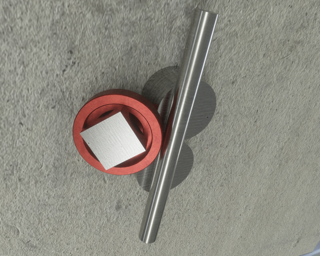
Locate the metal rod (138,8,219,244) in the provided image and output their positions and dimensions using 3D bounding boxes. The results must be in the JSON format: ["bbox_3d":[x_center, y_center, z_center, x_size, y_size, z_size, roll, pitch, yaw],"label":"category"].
[{"bbox_3d":[0.014,0.018,0.363,0.025,0.025,0.298,-1,119,-28],"label":"metal rod"}]

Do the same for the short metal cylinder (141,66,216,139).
[{"bbox_3d":[0.022,-0.031,0.385,0.081,0.050,0.079,-14,124,-21],"label":"short metal cylinder"}]

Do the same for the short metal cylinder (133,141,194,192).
[{"bbox_3d":[-0.002,0.039,0.415,0.081,0.050,0.079,-14,123,-21],"label":"short metal cylinder"}]

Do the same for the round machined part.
[{"bbox_3d":[-0.046,0.002,0.357,0.099,0.042,0.097,1,112,2],"label":"round machined part"}]

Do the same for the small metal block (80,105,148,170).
[{"bbox_3d":[-0.049,0.010,0.335,0.050,0.025,0.050,-27,108,13],"label":"small metal block"}]
